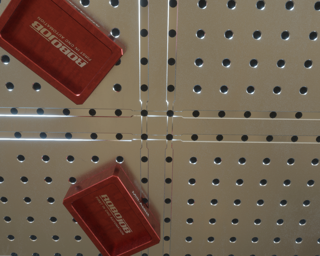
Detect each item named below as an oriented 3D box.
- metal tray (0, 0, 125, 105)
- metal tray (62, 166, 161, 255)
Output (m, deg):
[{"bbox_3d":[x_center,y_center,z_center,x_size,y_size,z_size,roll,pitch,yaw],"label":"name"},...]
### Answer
[{"bbox_3d":[-0.119,-0.102,0.372,0.130,0.030,0.090,39,105,-13],"label":"metal tray"},{"bbox_3d":[-0.068,0.130,0.457,0.090,0.030,0.130,-27,108,9],"label":"metal tray"}]
